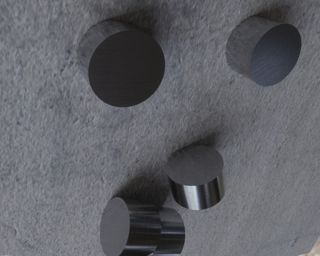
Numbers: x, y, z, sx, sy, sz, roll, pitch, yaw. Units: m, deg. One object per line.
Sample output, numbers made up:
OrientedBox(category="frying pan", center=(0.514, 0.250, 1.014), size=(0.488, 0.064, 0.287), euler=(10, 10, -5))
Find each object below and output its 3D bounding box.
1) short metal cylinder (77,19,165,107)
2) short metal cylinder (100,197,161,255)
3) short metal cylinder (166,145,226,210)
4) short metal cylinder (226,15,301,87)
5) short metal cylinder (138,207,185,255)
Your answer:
OrientedBox(category="short metal cylinder", center=(-0.042, -0.068, 0.327), size=(0.081, 0.050, 0.079), euler=(-14, 125, -21))
OrientedBox(category="short metal cylinder", center=(-0.043, 0.140, 0.436), size=(0.050, 0.080, 0.080), euler=(16, 110, -35))
OrientedBox(category="short metal cylinder", center=(0.052, 0.070, 0.445), size=(0.081, 0.080, 0.050), euler=(-24, 128, -14))
OrientedBox(category="short metal cylinder", center=(0.134, -0.101, 0.404), size=(0.081, 0.050, 0.079), euler=(-14, 125, -21))
OrientedBox(category="short metal cylinder", center=(-0.008, 0.160, 0.468), size=(0.050, 0.080, 0.080), euler=(16, 110, -35))
